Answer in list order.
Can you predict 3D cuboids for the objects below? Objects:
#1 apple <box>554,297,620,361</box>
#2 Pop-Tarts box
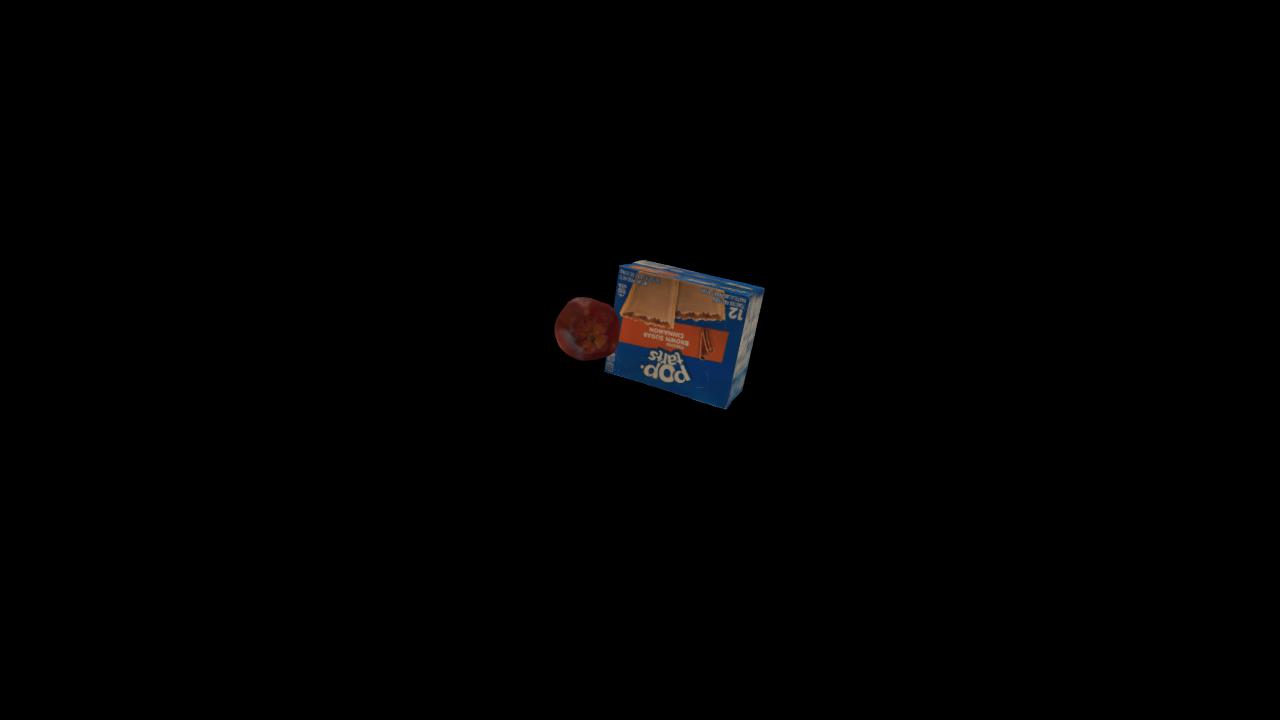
[{"bbox_3d":[-0.061,-0.035,0.726,0.079,0.079,0.093,0,11,-15],"label":"apple"},{"bbox_3d":[0.053,-0.036,0.764,0.167,0.141,0.083,17,20,21],"label":"Pop-Tarts box"}]
